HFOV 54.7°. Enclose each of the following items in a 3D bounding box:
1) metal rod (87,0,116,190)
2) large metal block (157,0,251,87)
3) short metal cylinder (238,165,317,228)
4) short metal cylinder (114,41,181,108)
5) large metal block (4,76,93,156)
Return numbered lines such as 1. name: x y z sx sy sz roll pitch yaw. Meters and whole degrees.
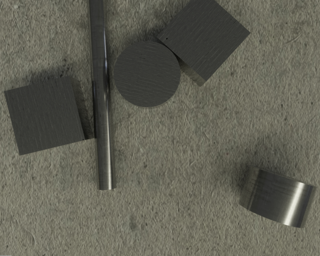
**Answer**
1. metal rod: -0.078 -0.069 0.409 0.025 0.025 0.298 -3 90 0
2. large metal block: 0.052 -0.112 0.397 0.080 0.050 0.080 42 89 0
3. short metal cylinder: 0.144 0.083 0.384 0.080 0.080 0.050 17 90 0
4. short metal cylinder: -0.015 -0.065 0.397 0.081 0.050 0.080 0 90 0
5. large metal block: -0.139 -0.015 0.396 0.080 0.050 0.080 -14 90 0
